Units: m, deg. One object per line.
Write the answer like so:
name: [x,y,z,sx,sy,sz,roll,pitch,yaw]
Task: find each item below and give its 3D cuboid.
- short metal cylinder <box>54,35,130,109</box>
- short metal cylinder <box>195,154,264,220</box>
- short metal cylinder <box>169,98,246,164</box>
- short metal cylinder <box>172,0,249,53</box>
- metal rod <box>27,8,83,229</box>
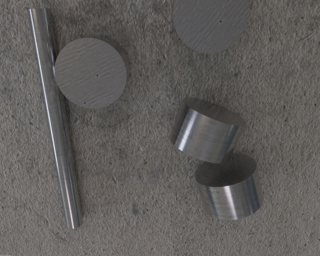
short metal cylinder: [-0.078,-0.069,0.370,0.081,0.050,0.079,0,110,0]
short metal cylinder: [0.091,0.075,0.409,0.080,0.080,0.050,-16,110,5]
short metal cylinder: [0.058,0.001,0.382,0.080,0.080,0.050,18,109,-7]
short metal cylinder: [0.054,-0.128,0.350,0.081,0.050,0.079,0,110,0]
metal rod: [-0.133,0.002,0.409,0.025,0.025,0.298,-2,110,1]
